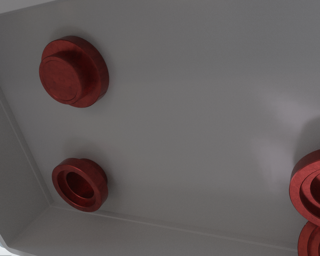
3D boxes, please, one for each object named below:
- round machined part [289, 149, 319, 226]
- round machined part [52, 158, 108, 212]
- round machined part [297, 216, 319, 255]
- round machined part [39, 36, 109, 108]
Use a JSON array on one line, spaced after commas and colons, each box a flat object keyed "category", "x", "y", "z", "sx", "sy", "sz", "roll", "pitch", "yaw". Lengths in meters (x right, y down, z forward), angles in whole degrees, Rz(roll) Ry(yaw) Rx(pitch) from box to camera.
[{"category": "round machined part", "x": 0.194, "y": 0.061, "z": 0.333, "sx": 0.098, "sy": 0.042, "sz": 0.097, "roll": 13, "pitch": 124, "yaw": 21}, {"category": "round machined part", "x": -0.129, "y": 0.090, "z": 0.522, "sx": 0.098, "sy": 0.042, "sz": 0.097, "roll": 13, "pitch": 124, "yaw": 21}, {"category": "round machined part", "x": 0.213, "y": 0.145, "z": 0.352, "sx": 0.098, "sy": 0.098, "sz": 0.042, "roll": -10, "pitch": 149, "yaw": 32}, {"category": "round machined part", "x": -0.122, "y": -0.071, "z": 0.418, "sx": 0.098, "sy": 0.042, "sz": 0.097, "roll": 13, "pitch": 124, "yaw": 21}]
